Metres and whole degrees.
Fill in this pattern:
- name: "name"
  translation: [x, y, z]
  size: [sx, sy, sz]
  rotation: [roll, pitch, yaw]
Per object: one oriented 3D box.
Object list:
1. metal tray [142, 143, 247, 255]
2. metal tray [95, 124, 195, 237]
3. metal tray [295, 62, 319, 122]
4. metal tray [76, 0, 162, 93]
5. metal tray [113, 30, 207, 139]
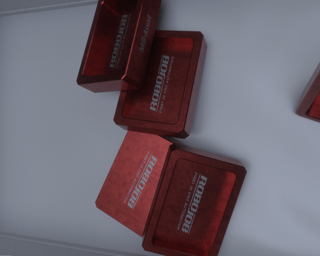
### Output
- name: "metal tray"
  translation: [0.039, 0.092, 0.372]
  size: [0.091, 0.030, 0.129]
  rotation: [16, 99, -4]
- name: "metal tray"
  translation: [-0.021, 0.068, 0.414]
  size: [0.090, 0.030, 0.129]
  rotation: [28, 99, 17]
- name: "metal tray"
  translation: [0.187, -0.029, 0.287]
  size: [0.090, 0.130, 0.030]
  rotation: [22, 82, 18]
- name: "metal tray"
  translation: [-0.052, -0.112, 0.391]
  size: [0.090, 0.030, 0.129]
  rotation: [1, 74, 39]
- name: "metal tray"
  translation: [0.002, -0.057, 0.388]
  size: [0.090, 0.030, 0.129]
  rotation: [8, 77, 19]
